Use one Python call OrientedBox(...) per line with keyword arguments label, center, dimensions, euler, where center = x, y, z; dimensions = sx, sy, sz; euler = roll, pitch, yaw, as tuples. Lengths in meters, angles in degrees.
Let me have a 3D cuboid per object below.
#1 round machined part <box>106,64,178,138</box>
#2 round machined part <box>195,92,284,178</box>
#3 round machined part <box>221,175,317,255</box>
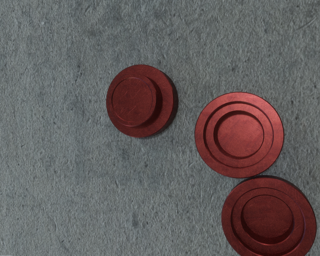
OrientedBox(label="round machined part", center=(-0.029, -0.036, 0.410), dimensions=(0.098, 0.042, 0.097), euler=(0, 90, 20))
OrientedBox(label="round machined part", center=(0.094, 0.008, 0.367), dimensions=(0.098, 0.042, 0.097), euler=(0, 90, 20))
OrientedBox(label="round machined part", center=(0.123, 0.103, 0.356), dimensions=(0.098, 0.042, 0.097), euler=(0, 90, 20))
